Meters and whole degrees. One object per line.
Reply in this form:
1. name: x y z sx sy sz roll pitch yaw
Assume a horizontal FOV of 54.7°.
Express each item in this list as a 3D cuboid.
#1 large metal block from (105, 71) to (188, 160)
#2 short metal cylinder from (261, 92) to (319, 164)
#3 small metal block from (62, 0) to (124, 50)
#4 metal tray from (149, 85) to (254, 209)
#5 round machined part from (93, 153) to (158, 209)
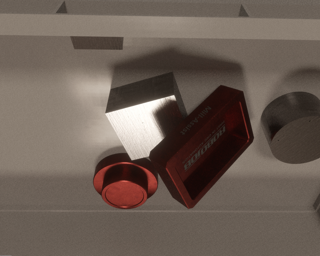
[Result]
1. large metal block: -0.011 -0.013 0.382 0.080 0.050 0.080 -14 129 11
2. short metal cylinder: 0.176 0.000 0.396 0.081 0.050 0.079 0 130 0
3. small metal block: -0.064 -0.105 0.308 0.050 0.025 0.050 0 151 -1
4. metal tray: 0.056 0.022 0.371 0.130 0.030 0.090 -43 132 -19
5. round machined part: -0.052 0.087 0.471 0.099 0.042 0.097 -1 130 0
